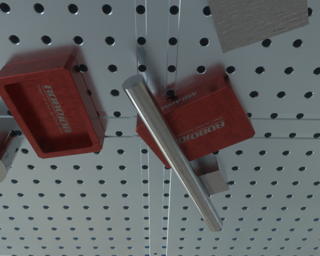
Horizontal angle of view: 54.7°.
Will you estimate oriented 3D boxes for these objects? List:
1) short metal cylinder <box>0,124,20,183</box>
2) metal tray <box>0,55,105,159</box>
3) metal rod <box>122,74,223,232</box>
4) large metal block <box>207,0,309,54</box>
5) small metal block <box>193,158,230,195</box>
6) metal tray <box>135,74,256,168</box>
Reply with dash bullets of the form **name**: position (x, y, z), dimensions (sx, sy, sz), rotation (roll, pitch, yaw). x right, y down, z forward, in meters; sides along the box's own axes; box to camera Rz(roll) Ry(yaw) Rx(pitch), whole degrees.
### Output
- **short metal cylinder**: position (-0.242, 0.034, 0.422), dimensions (0.081, 0.050, 0.079), rotation (0, 130, 0)
- **metal tray**: position (-0.132, -0.021, 0.389), dimensions (0.090, 0.030, 0.129), rotation (-8, 130, 6)
- **metal rod**: position (0.031, 0.055, 0.418), dimensions (0.025, 0.025, 0.299), rotation (-19, 128, 15)
- **large metal block**: position (0.084, -0.128, 0.287), dimensions (0.080, 0.050, 0.080), rotation (-17, 128, 13)
- **small metal block**: position (0.074, 0.078, 0.479), dimensions (0.050, 0.025, 0.050), rotation (-21, 127, 16)
- **metal tray**: position (0.046, -0.004, 0.405), dimensions (0.130, 0.030, 0.090), rotation (-24, 127, 19)
